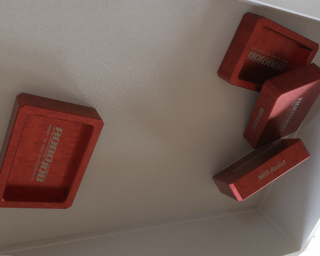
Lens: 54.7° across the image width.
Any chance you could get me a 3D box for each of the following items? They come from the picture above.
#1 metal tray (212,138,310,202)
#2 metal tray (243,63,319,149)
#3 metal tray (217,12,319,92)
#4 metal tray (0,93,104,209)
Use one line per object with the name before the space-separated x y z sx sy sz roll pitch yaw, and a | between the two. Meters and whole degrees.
metal tray | 0.156 0.062 0.492 0.131 0.090 0.030 -30 92 -8
metal tray | 0.184 -0.028 0.464 0.091 0.030 0.129 -21 146 -16
metal tray | 0.153 -0.095 0.432 0.131 0.030 0.089 9 114 -33
metal tray | -0.130 0.032 0.354 0.091 0.030 0.129 12 112 -34
